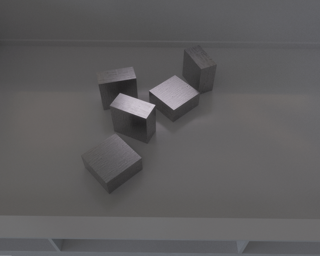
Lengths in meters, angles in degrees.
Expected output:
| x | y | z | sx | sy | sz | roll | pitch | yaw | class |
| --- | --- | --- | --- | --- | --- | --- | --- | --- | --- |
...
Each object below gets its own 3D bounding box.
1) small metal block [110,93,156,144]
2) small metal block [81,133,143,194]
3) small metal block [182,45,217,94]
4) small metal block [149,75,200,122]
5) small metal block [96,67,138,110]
| x | y | z | sx | sy | sz | roll | pitch | yaw | class |
| --- | --- | --- | --- | --- | --- | --- | --- | --- | --- |
| -0.034 | -0.012 | 0.398 | 0.050 | 0.050 | 0.025 | 20 | 53 | 16 | small metal block |
| -0.057 | 0.041 | 0.370 | 0.050 | 0.025 | 0.050 | -35 | 58 | -26 | small metal block |
| 0.057 | -0.086 | 0.461 | 0.025 | 0.050 | 0.050 | -20 | 53 | -16 | small metal block |
| 0.020 | -0.043 | 0.441 | 0.050 | 0.025 | 0.050 | -35 | 58 | -26 | small metal block |
| -0.059 | -0.055 | 0.435 | 0.050 | 0.050 | 0.025 | -11 | 51 | -9 | small metal block |
